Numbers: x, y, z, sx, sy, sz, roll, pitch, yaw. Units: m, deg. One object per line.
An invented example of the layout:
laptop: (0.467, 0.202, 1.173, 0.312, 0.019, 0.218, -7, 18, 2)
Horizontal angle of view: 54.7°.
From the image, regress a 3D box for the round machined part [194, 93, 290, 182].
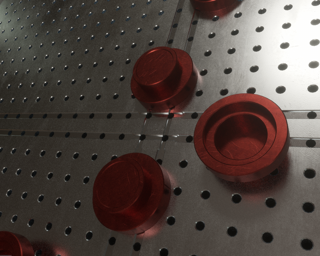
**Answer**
round machined part: (0.090, 0.014, 0.341, 0.098, 0.042, 0.098, -13, 56, 20)

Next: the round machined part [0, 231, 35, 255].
round machined part: (-0.194, 0.183, 0.385, 0.098, 0.042, 0.098, -13, 56, 20)

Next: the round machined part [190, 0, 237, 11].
round machined part: (0.088, -0.239, 0.497, 0.098, 0.042, 0.098, -13, 56, 20)

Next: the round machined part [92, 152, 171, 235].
round machined part: (-0.040, 0.074, 0.372, 0.098, 0.042, 0.098, -13, 56, 20)

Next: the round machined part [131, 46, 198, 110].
round machined part: (0.001, -0.078, 0.443, 0.098, 0.042, 0.098, -13, 56, 20)
